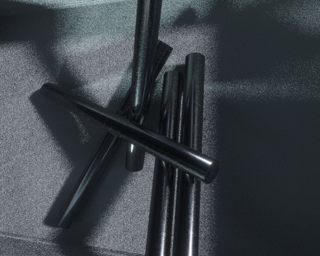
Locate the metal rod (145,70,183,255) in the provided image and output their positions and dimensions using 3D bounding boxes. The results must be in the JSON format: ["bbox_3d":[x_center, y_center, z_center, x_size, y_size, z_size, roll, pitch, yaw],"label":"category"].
[{"bbox_3d":[0.004,0.066,0.341,0.025,0.025,0.299,-4,62,20],"label":"metal rod"}]

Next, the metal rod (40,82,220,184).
[{"bbox_3d":[-0.061,-0.008,0.384,0.300,0.025,0.025,24,99,36],"label":"metal rod"}]

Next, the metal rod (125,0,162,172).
[{"bbox_3d":[-0.018,-0.074,0.349,0.025,0.025,0.298,20,123,19],"label":"metal rod"}]

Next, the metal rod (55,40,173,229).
[{"bbox_3d":[-0.068,0.015,0.434,0.025,0.025,0.299,34,101,17],"label":"metal rod"}]

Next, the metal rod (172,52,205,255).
[{"bbox_3d":[0.032,0.047,0.336,0.025,0.025,0.299,-4,64,20],"label":"metal rod"}]
